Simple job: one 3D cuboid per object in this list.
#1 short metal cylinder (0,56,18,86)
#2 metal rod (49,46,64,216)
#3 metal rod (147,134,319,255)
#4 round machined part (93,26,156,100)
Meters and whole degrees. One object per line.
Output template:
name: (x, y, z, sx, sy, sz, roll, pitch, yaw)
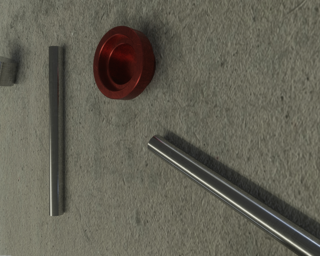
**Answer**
short metal cylinder: (-0.347, -0.123, 0.651, 0.080, 0.081, 0.050, 26, 107, 36)
metal rod: (-0.186, 0.005, 0.554, 0.025, 0.025, 0.298, 0, 90, 39)
metal rod: (0.097, 0.085, 0.323, 0.300, 0.025, 0.025, 32, 110, 35)
round machined part: (-0.045, -0.087, 0.429, 0.098, 0.042, 0.097, 0, 90, 39)
